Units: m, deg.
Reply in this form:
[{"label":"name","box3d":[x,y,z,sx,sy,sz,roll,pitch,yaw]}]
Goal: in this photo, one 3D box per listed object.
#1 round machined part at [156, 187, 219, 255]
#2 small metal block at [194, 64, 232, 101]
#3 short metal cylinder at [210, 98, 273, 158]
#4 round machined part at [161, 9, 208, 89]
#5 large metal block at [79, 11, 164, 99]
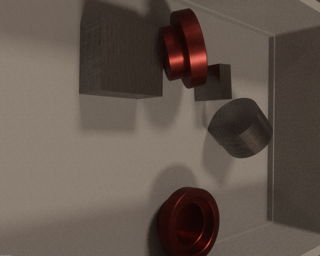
[{"label":"round machined part","box3d":[0.034,0.130,0.425,0.099,0.042,0.097,2,86,-41]},{"label":"small metal block","box3d":[0.077,-0.066,0.457,0.025,0.050,0.050,-5,94,-40]},{"label":"short metal cylinder","box3d":[0.125,0.000,0.478,0.050,0.080,0.080,45,63,-31]},{"label":"round machined part","box3d":[0.025,-0.097,0.394,0.042,0.098,0.097,-14,101,-4]},{"label":"large metal block","box3d":[-0.043,-0.077,0.355,0.081,0.050,0.079,1,89,-39]}]
